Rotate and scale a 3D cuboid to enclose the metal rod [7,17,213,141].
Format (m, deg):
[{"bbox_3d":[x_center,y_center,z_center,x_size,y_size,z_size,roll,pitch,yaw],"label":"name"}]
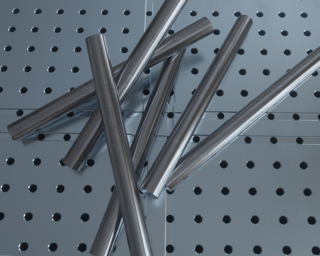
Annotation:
[{"bbox_3d":[-0.063,-0.068,0.419,0.301,0.025,0.025,-30,73,-4],"label":"metal rod"}]

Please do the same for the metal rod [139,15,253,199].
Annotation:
[{"bbox_3d":[0.058,-0.043,0.414,0.025,0.025,0.300,27,67,9],"label":"metal rod"}]

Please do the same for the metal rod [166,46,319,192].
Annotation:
[{"bbox_3d":[0.122,-0.019,0.419,0.301,0.025,0.025,-37,74,-13],"label":"metal rod"}]

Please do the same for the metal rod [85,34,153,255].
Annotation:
[{"bbox_3d":[-0.045,0.036,0.362,0.025,0.025,0.299,-12,84,-4],"label":"metal rod"}]

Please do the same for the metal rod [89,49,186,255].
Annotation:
[{"bbox_3d":[-0.022,0.015,0.406,0.025,0.025,0.300,18,71,6],"label":"metal rod"}]

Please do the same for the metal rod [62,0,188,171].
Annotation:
[{"bbox_3d":[-0.033,-0.078,0.396,0.025,0.025,0.299,32,90,11],"label":"metal rod"}]
